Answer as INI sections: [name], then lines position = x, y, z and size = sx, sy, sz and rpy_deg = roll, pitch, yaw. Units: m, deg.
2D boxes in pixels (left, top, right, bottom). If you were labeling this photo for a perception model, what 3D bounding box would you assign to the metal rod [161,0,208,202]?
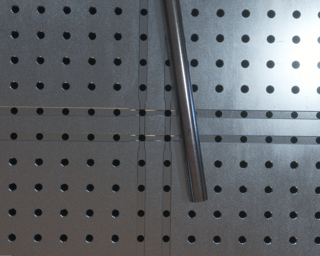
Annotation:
[metal rod]
position = 0.031, -0.052, 0.413
size = 0.025, 0.025, 0.298
rpy_deg = -8, 90, 0
